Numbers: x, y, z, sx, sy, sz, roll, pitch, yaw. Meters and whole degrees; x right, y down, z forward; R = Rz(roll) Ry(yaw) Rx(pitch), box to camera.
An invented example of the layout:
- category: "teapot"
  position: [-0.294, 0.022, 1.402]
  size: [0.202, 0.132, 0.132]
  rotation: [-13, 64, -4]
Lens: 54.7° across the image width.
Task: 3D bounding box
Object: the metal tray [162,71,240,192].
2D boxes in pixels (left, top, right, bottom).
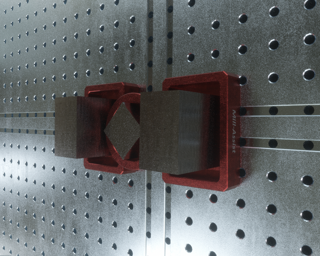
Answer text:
- category: "metal tray"
  position: [0.046, 0.003, 0.367]
  size: [0.090, 0.030, 0.129]
  rotation: [0, 90, 40]

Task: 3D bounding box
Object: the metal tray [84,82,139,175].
- category: "metal tray"
  position: [-0.075, 0.000, 0.467]
  size: [0.090, 0.030, 0.129]
  rotation: [1, 90, 40]

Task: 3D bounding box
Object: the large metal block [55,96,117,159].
- category: "large metal block"
  position: [-0.099, -0.001, 0.438]
  size: [0.050, 0.081, 0.080]
  rotation: [1, 91, 40]

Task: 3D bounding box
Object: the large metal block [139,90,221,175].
- category: "large metal block"
  position: [0.024, 0.003, 0.336]
  size: [0.050, 0.081, 0.079]
  rotation: [2, 91, 40]

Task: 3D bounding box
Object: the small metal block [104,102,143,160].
- category: "small metal block"
  position: [-0.038, 0.003, 0.388]
  size: [0.050, 0.025, 0.050]
  rotation: [52, 120, 27]

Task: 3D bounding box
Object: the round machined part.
- category: "round machined part"
  position: [-0.023, 0.004, 0.406]
  size: [0.098, 0.042, 0.097]
  rotation: [0, 90, 40]
